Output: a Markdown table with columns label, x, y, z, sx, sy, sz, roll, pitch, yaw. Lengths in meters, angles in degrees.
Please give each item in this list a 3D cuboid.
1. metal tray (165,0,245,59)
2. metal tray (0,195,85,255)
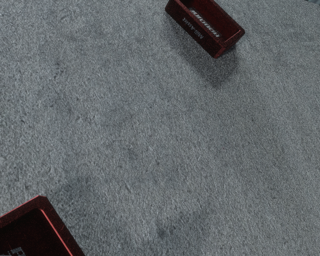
| label | x | y | z | sx | sy | sz | roll | pitch | yaw |
| --- | --- | --- | --- | --- | --- | --- | --- | --- | --- |
| metal tray | 0.083 | -0.195 | 0.563 | 0.130 | 0.030 | 0.091 | 46 | 51 | 3 |
| metal tray | -0.106 | 0.135 | 0.260 | 0.091 | 0.030 | 0.130 | -30 | 79 | -38 |
